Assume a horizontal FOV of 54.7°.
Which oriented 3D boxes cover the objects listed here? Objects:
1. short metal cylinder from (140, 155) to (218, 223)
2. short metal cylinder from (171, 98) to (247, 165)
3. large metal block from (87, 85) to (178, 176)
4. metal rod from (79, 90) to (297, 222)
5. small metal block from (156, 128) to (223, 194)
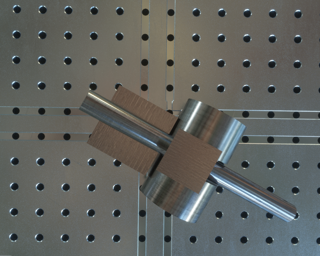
[{"bbox_3d":[0.023,0.072,0.382,0.080,0.080,0.050,30,90,0],"label":"short metal cylinder"},{"bbox_3d":[0.059,0.004,0.383,0.080,0.080,0.050,28,90,0],"label":"short metal cylinder"},{"bbox_3d":[-0.033,0.003,0.395,0.080,0.050,0.080,29,90,0],"label":"large metal block"},{"bbox_3d":[0.046,0.041,0.371,0.301,0.025,0.025,30,90,-16],"label":"metal rod"},{"bbox_3d":[0.031,0.035,0.331,0.050,0.025,0.050,29,90,8],"label":"small metal block"}]
